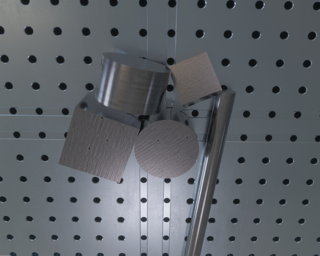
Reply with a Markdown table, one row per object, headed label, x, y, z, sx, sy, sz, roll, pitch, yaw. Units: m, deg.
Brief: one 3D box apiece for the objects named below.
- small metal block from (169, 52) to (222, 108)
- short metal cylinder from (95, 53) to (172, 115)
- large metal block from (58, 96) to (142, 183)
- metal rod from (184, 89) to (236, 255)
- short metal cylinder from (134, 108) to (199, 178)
| label | x | y | z | sx | sy | sz | roll | pitch | yaw |
| --- | --- | --- | --- | --- | --- | --- | --- | --- | --- |
| small metal block | 0.043 | -0.058 | 0.382 | 0.050 | 0.025 | 0.050 | -22 | 81 | 7 |
| short metal cylinder | -0.032 | -0.053 | 0.364 | 0.081 | 0.080 | 0.050 | 13 | 110 | -5 |
| large metal block | -0.076 | 0.015 | 0.405 | 0.080 | 0.050 | 0.079 | 19 | 109 | -7 |
| metal rod | 0.066 | 0.091 | 0.447 | 0.025 | 0.025 | 0.298 | 7 | 110 | -3 |
| short metal cylinder | 0.008 | 0.019 | 0.407 | 0.081 | 0.050 | 0.079 | 0 | 110 | 0 |
